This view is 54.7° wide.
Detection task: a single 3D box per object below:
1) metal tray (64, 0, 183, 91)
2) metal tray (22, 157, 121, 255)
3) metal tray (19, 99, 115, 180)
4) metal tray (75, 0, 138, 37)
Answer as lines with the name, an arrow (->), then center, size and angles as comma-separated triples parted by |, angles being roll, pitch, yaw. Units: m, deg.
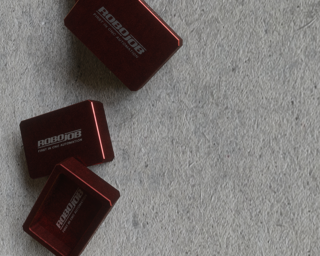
metal tray -> -0.047, -0.123, 0.399 | 0.130, 0.030, 0.090 | 45, 110, -3
metal tray -> -0.125, 0.116, 0.431 | 0.090, 0.030, 0.129 | 35, 110, 5
metal tray -> -0.139, 0.018, 0.455 | 0.130, 0.030, 0.090 | -15, 85, 19
metal tray -> -0.073, -0.199, 0.431 | 0.090, 0.030, 0.129 | -6, 88, 19
